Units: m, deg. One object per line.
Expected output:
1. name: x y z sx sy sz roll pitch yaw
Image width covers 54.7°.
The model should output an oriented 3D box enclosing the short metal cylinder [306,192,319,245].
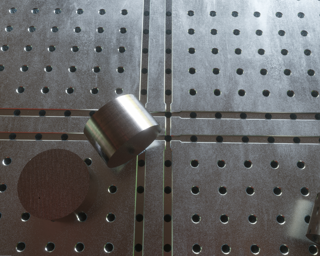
1. short metal cylinder: 0.212 0.111 0.345 0.080 0.080 0.050 23 72 7

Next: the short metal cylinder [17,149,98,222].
1. short metal cylinder: -0.119 0.070 0.371 0.081 0.050 0.080 0 70 0

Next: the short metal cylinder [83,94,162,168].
1. short metal cylinder: -0.045 0.004 0.380 0.080 0.080 0.050 -36 74 -12
